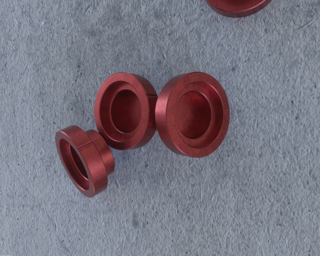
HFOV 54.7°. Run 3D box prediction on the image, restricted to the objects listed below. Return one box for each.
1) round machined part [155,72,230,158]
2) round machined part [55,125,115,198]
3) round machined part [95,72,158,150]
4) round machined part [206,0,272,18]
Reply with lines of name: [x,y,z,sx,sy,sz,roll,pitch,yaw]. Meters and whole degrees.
round machined part: [0.034,-0.015,0.368,0.042,0.099,0.097,3,91,54]
round machined part: [-0.097,0.040,0.417,0.098,0.042,0.097,33,137,38]
round machined part: [-0.037,-0.021,0.403,0.098,0.042,0.097,2,93,39]
round machined part: [0.093,-0.187,0.367,0.098,0.042,0.097,0,90,20]
